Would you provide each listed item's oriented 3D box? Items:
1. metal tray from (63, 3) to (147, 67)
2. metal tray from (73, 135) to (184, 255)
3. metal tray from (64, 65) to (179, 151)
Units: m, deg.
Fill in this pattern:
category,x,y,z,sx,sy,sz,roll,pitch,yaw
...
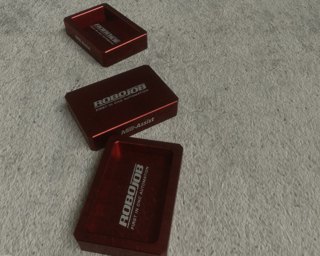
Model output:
category,x,y,z,sx,sy,sz,roll,pitch,yaw
metal tray,-0.095,-0.165,0.537,0.091,0.030,0.130,-32,57,-24
metal tray,-0.028,0.071,0.339,0.090,0.030,0.130,8,50,6
metal tray,-0.052,-0.032,0.427,0.131,0.030,0.090,-24,54,-19
